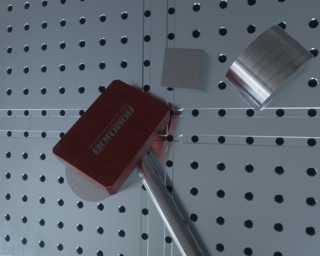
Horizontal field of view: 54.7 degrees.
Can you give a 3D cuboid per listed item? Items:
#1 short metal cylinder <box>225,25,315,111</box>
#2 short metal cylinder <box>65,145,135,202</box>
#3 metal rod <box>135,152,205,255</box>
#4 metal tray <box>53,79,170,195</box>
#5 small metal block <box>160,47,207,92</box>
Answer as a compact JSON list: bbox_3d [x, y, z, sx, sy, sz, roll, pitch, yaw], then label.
[{"bbox_3d":[0.119,-0.065,0.341,0.080,0.080,0.050,-46,76,14],"label":"short metal cylinder"},{"bbox_3d":[-0.081,0.057,0.428,0.080,0.050,0.079,0,90,20],"label":"short metal cylinder"},{"bbox_3d":[0.031,0.143,0.401,0.025,0.025,0.299,-33,80,17],"label":"metal rod"},{"bbox_3d":[-0.058,0.007,0.395,0.090,0.030,0.130,29,66,17],"label":"metal tray"},{"bbox_3d":[0.031,-0.075,0.401,0.050,0.025,0.050,8,93,19],"label":"small metal block"}]
